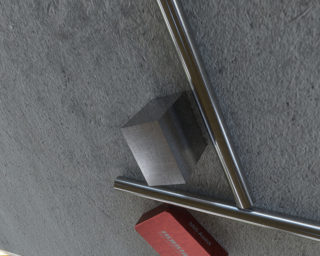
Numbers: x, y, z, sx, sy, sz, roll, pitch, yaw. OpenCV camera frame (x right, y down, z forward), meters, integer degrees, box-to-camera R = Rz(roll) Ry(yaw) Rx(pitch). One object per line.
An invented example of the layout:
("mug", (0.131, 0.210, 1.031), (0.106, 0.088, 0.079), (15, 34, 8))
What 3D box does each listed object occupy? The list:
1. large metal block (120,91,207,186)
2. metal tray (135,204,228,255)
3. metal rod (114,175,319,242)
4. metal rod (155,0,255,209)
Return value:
("large metal block", (0.009, 0.012, 0.373), (0.050, 0.080, 0.080), (-11, 113, 32))
("metal tray", (0.033, 0.182, 0.497), (0.130, 0.030, 0.090), (47, 129, -6))
("metal rod", (0.070, 0.108, 0.435), (0.301, 0.025, 0.025), (9, 122, 23))
("metal rod", (0.054, -0.031, 0.358), (0.025, 0.025, 0.299), (-12, 113, 33))
